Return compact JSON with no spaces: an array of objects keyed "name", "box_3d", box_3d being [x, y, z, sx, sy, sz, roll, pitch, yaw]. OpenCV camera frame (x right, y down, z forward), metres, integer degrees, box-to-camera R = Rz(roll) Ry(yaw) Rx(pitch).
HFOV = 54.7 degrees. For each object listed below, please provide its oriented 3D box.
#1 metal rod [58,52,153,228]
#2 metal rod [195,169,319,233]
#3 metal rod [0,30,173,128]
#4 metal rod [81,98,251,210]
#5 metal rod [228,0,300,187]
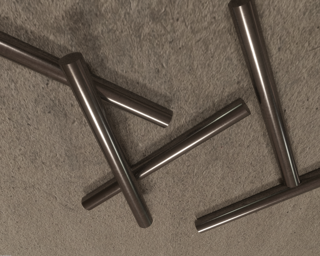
[{"name":"metal rod","box_3d":[-0.057,0.040,0.406,0.025,0.025,0.299,-10,130,8]},{"name":"metal rod","box_3d":[0.190,0.109,0.502,0.300,0.025,0.025,-30,124,22]},{"name":"metal rod","box_3d":[-0.120,-0.068,0.347,0.302,0.025,0.025,24,126,-20]},{"name":"metal rod","box_3d":[-0.007,0.048,0.448,0.299,0.025,0.025,-34,123,25]},{"name":"metal rod","box_3d":[0.141,-0.021,0.391,0.025,0.025,0.299,-20,128,15]}]
